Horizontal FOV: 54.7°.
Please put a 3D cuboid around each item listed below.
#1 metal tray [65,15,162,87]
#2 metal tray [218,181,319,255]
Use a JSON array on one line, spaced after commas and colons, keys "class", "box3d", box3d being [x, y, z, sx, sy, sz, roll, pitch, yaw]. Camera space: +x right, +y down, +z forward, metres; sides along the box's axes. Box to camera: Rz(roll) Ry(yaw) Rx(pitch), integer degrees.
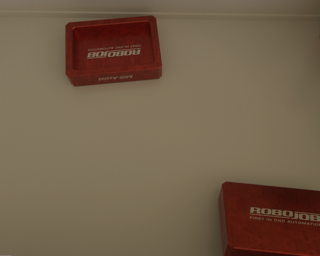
[{"class": "metal tray", "box3d": [-0.066, -0.112, 0.447, 0.131, 0.030, 0.090, -6, 70, -2]}, {"class": "metal tray", "box3d": [0.135, 0.108, 0.344, 0.131, 0.030, 0.090, 6, 36, 2]}]
